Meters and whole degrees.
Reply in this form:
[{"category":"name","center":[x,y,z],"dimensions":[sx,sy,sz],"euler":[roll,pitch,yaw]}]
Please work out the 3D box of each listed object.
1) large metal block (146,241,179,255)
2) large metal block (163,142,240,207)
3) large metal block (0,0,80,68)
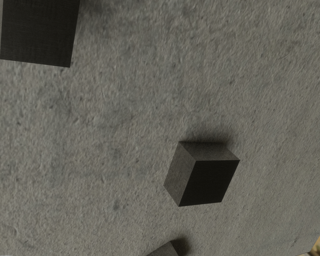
[{"category":"large metal block","center":[0.005,0.265,0.560],"dimensions":[0.080,0.050,0.080],"euler":[-29,129,-11]},{"category":"large metal block","center":[0.062,0.068,0.469],"dimensions":[0.081,0.050,0.079],"euler":[3,117,-30]},{"category":"large metal block","center":[-0.101,-0.103,0.253],"dimensions":[0.050,0.080,0.079],"euler":[2,118,-30]}]
